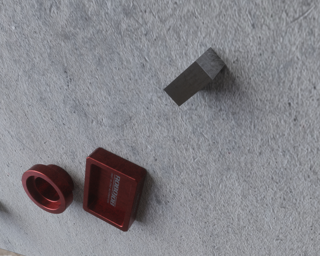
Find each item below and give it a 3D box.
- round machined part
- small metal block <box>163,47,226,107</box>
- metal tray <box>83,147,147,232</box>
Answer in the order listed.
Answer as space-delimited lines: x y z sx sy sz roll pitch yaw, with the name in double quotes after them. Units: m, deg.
-0.198 0.105 0.566 0.098 0.042 0.097 13 124 21 "round machined part"
0.038 -0.056 0.336 0.025 0.050 0.050 48 129 -5 "small metal block"
-0.078 0.103 0.508 0.090 0.030 0.129 24 127 13 "metal tray"
